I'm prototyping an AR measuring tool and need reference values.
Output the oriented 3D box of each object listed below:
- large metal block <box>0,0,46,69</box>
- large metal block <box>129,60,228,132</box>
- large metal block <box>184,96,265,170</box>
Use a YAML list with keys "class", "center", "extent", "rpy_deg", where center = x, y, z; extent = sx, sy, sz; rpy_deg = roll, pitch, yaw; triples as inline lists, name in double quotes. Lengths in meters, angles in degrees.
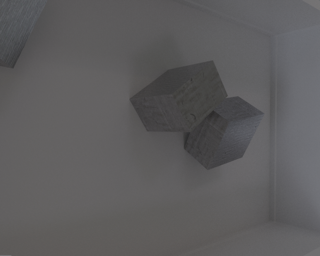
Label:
- class: "large metal block"
  center: [-0.145, -0.106, 0.245]
  extent: [0.080, 0.050, 0.080]
  rpy_deg: [56, 50, -66]
- class: "large metal block"
  center: [0.023, -0.038, 0.390]
  extent: [0.080, 0.080, 0.050]
  rpy_deg: [-42, 116, -32]
- class: "large metal block"
  center: [0.091, 0.005, 0.443]
  extent: [0.081, 0.050, 0.079]
  rpy_deg: [-12, 132, -39]
